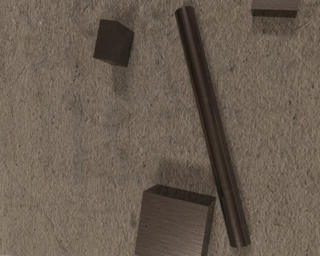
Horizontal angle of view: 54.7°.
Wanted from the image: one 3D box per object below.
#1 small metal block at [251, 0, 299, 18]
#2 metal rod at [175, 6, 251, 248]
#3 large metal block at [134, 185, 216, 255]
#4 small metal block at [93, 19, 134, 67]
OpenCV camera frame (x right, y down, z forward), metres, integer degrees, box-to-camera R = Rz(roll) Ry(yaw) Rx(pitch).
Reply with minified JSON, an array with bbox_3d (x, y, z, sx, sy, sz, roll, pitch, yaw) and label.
[{"bbox_3d":[0.137,-0.159,0.361,0.050,0.025,0.050,9,93,19],"label":"small metal block"},{"bbox_3d":[0.064,-0.005,0.385,0.025,0.025,0.298,-14,85,19],"label":"metal rod"},{"bbox_3d":[0.020,0.122,0.388,0.080,0.050,0.079,9,93,19],"label":"large metal block"},{"bbox_3d":[-0.061,-0.112,0.416,0.025,0.050,0.050,13,94,19],"label":"small metal block"}]
